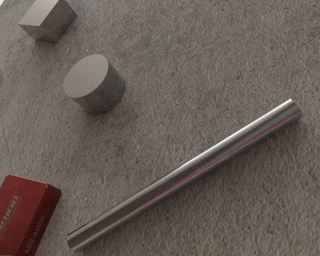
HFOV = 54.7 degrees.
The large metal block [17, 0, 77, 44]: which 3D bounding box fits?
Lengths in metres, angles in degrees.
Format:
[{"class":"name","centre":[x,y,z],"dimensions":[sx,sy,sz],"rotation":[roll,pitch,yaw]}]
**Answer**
[{"class":"large metal block","centre":[-0.237,-0.229,0.653],"dimensions":[0.080,0.050,0.080],"rotation":[17,70,34]}]

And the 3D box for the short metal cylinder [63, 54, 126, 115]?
[{"class":"short metal cylinder","centre":[-0.101,-0.067,0.482],"dimensions":[0.080,0.050,0.080],"rotation":[-13,56,21]}]

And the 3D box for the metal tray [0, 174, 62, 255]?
[{"class":"metal tray","centre":[-0.201,0.134,0.424],"dimensions":[0.090,0.030,0.130],"rotation":[5,64,30]}]

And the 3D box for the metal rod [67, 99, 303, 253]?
[{"class":"metal rod","centre":[0.022,0.058,0.356],"dimensions":[0.300,0.025,0.025],"rotation":[-32,52,6]}]
